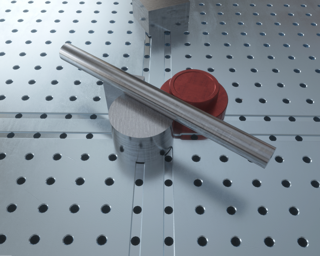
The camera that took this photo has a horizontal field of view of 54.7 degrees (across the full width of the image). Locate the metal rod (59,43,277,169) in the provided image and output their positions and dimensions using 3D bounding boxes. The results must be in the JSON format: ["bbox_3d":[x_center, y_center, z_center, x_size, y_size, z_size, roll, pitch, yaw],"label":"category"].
[{"bbox_3d":[-0.008,-0.037,0.373,0.300,0.025,0.025,29,56,22],"label":"metal rod"}]

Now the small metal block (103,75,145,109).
[{"bbox_3d":[-0.048,-0.049,0.432,0.050,0.050,0.025,11,51,8],"label":"small metal block"}]

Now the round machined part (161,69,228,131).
[{"bbox_3d":[0.047,-0.045,0.435,0.099,0.042,0.098,0,50,0],"label":"round machined part"}]

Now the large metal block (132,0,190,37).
[{"bbox_3d":[0.000,-0.223,0.579,0.081,0.050,0.080,-19,53,-16],"label":"large metal block"}]

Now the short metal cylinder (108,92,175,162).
[{"bbox_3d":[-0.022,-0.004,0.394,0.081,0.050,0.080,0,50,0],"label":"short metal cylinder"}]
